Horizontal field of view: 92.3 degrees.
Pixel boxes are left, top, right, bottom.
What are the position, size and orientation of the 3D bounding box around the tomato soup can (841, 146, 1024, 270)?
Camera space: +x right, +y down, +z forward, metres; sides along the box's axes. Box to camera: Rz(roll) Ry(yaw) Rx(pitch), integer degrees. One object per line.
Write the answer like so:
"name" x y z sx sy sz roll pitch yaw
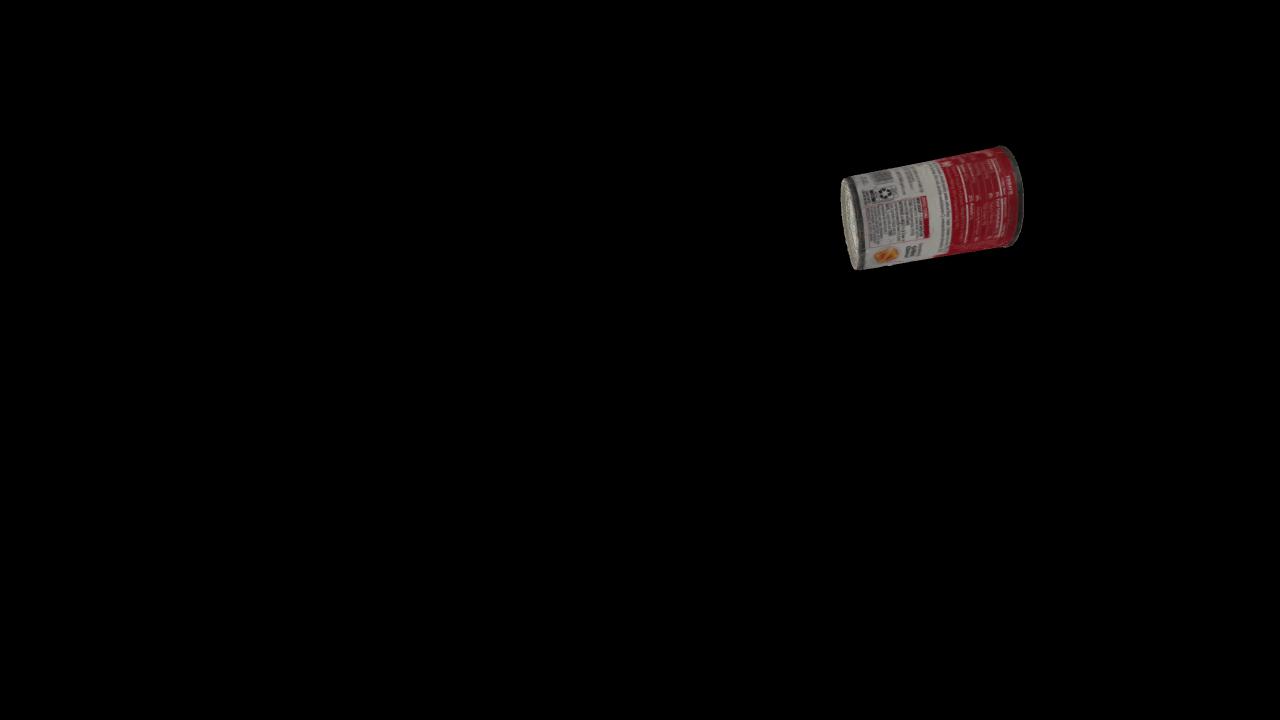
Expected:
"tomato soup can" 0.195 -0.102 0.422 0.101 0.068 0.068 -9 -2 12
